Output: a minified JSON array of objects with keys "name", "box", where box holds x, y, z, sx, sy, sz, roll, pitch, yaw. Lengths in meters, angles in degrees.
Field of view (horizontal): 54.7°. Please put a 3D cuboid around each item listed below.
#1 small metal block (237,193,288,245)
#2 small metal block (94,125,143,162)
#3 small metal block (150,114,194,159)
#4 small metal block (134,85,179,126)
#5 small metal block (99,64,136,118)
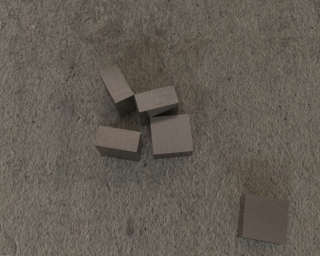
[{"name":"small metal block","box":[0.122,0.109,0.369,0.050,0.025,0.050,9,70,3]},{"name":"small metal block","box":[-0.050,0.021,0.387,0.050,0.050,0.025,9,71,3]},{"name":"small metal block","box":[0.014,0.012,0.404,0.050,0.025,0.050,-5,70,-2]},{"name":"small metal block","box":[-0.004,-0.028,0.405,0.050,0.050,0.025,-14,71,-5]},{"name":"small metal block","box":[-0.055,-0.048,0.412,0.025,0.050,0.050,-27,72,-9]}]
